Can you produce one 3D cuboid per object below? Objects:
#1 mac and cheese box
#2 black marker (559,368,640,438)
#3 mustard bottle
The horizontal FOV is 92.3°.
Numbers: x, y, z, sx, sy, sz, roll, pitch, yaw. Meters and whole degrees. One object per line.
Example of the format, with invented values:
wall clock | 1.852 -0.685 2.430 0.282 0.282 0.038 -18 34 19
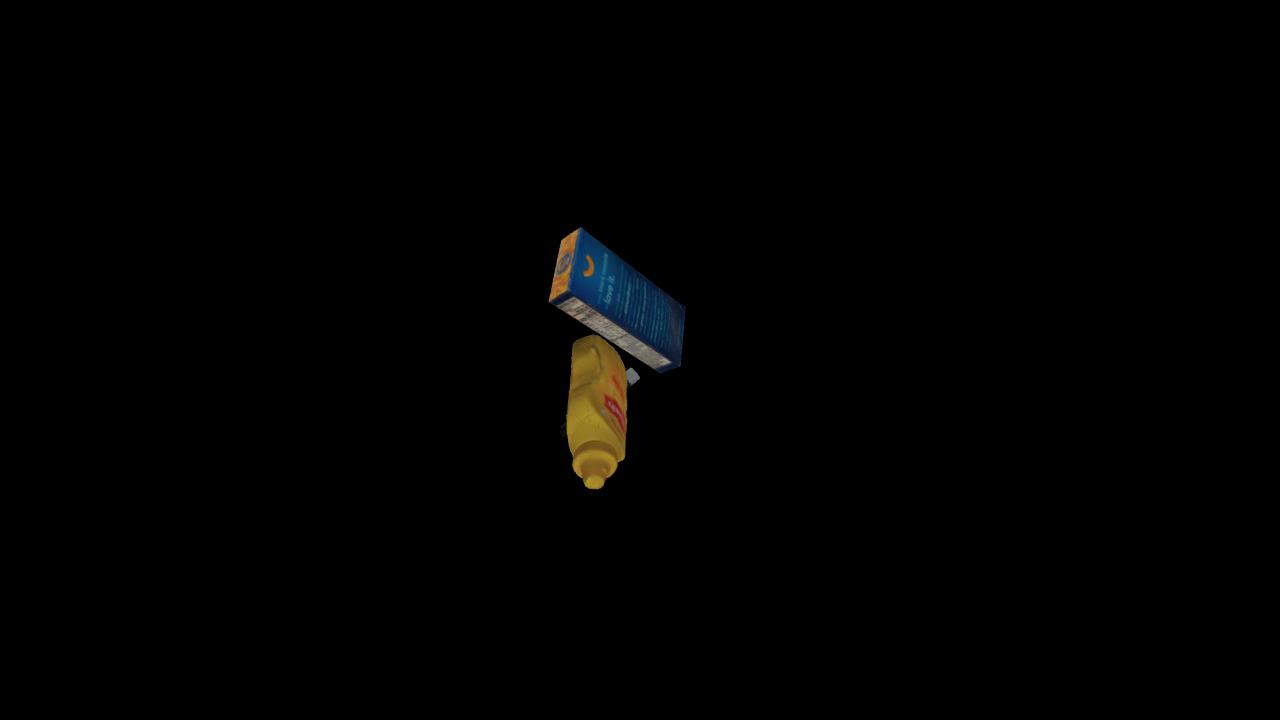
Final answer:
mac and cheese box | -0.020 -0.065 0.723 0.041 0.093 0.184 -22 -42 39
black marker | -0.051 0.054 0.768 0.121 0.020 0.020 -40 8 -10
mustard bottle | -0.044 0.059 0.630 0.054 0.092 0.184 -14 35 9
